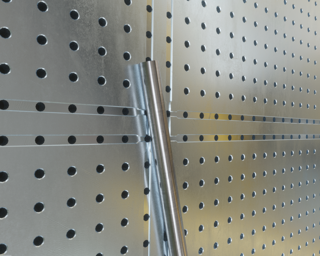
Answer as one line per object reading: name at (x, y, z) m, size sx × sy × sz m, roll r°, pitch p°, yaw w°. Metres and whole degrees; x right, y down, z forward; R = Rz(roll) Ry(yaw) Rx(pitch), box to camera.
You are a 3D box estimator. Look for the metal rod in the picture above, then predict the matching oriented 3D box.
metal rod at (0.008, 0.062, 0.414) m, size 0.025 × 0.025 × 0.298 m, roll -15°, pitch 100°, yaw -39°
